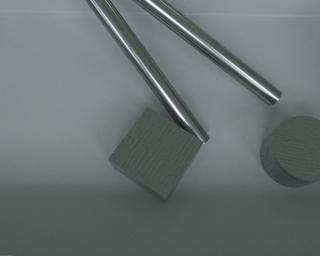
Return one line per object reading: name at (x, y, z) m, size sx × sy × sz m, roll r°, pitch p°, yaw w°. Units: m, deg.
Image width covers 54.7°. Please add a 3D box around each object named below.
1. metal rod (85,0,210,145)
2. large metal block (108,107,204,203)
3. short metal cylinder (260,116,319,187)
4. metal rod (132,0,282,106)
metal rod at (-0.034, -0.100, 0.383) m, size 0.025 × 0.025 × 0.299 m, roll -39°, pitch 99°, yaw -13°
large metal block at (-0.004, 0.034, 0.384) m, size 0.080 × 0.050 × 0.080 m, roll 33°, pitch 73°, yaw 11°
short metal cylinder at (0.173, 0.031, 0.387) m, size 0.081 × 0.050 × 0.080 m, roll 0°, pitch 70°, yaw 0°
metal rod at (0.037, -0.124, 0.397) m, size 0.301 × 0.025 × 0.025 m, roll 34°, pitch 72°, yaw -12°
